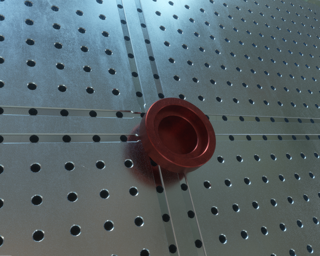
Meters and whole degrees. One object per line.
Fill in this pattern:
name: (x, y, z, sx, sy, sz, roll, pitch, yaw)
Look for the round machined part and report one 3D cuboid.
round machined part: (0.019, 0.013, 0.399, 0.099, 0.042, 0.098, 13, 56, -21)
